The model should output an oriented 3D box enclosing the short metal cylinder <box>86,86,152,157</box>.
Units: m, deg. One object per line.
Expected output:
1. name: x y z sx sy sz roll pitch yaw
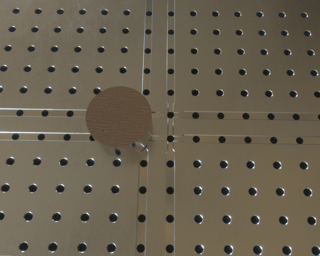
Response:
1. short metal cylinder: -0.050 -0.007 0.401 0.080 0.050 0.080 0 70 0
